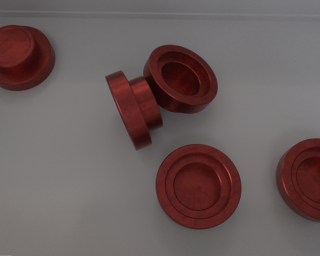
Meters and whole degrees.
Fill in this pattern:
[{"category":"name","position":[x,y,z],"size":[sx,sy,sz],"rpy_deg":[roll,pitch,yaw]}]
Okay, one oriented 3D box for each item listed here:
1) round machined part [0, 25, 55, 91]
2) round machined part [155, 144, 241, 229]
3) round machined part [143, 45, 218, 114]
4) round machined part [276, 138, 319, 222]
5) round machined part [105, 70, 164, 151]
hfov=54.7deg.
[{"category":"round machined part","position":[-0.204,-0.105,0.438],"size":[0.099,0.042,0.098],"rpy_deg":[0,70,0]},{"category":"round machined part","position":[0.044,0.072,0.374],"size":[0.099,0.042,0.098],"rpy_deg":[0,70,0]},{"category":"round machined part","position":[0.023,-0.059,0.408],"size":[0.099,0.042,0.098],"rpy_deg":[14,53,-20]},{"category":"round machined part","position":[0.191,0.065,0.378],"size":[0.099,0.042,0.098],"rpy_deg":[0,70,0]},{"category":"round machined part","position":[-0.028,-0.025,0.380],"size":[0.042,0.098,0.098],"rpy_deg":[-23,72,-7]}]
